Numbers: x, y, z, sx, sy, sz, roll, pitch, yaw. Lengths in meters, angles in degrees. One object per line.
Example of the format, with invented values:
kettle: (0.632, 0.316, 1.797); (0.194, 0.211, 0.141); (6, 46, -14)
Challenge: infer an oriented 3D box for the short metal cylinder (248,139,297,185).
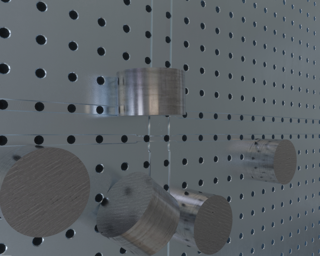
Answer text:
short metal cylinder: (0.206, 0.060, 0.565); (0.081, 0.050, 0.079); (0, 90, -40)

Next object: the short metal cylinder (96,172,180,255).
short metal cylinder: (-0.025, 0.097, 0.352); (0.050, 0.080, 0.080); (46, 62, -30)

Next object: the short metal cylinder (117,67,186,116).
short metal cylinder: (-0.010, -0.040, 0.364); (0.081, 0.080, 0.050); (-3, 92, -40)

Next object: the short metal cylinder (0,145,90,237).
short metal cylinder: (-0.115, 0.057, 0.296); (0.081, 0.050, 0.080); (0, 90, -40)

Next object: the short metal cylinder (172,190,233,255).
short metal cylinder: (0.058, 0.132, 0.441); (0.081, 0.050, 0.079); (0, 90, -40)
